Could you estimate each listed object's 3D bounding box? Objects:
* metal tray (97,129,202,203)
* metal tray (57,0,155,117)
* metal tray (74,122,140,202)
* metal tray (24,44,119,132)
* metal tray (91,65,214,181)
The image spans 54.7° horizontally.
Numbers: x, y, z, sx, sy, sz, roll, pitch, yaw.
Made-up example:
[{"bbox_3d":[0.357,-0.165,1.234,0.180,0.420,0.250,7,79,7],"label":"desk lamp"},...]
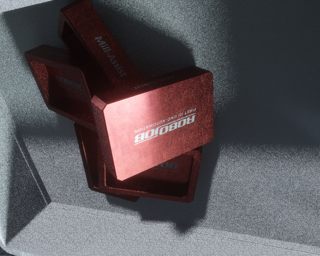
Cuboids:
[{"bbox_3d":[-0.015,0.050,0.414,0.131,0.030,0.089,7,121,2],"label":"metal tray"},{"bbox_3d":[-0.066,-0.074,0.362,0.130,0.030,0.090,55,163,-12],"label":"metal tray"},{"bbox_3d":[-0.074,0.046,0.470,0.090,0.030,0.129,10,123,22],"label":"metal tray"},{"bbox_3d":[-0.115,-0.053,0.399,0.130,0.030,0.089,21,136,37],"label":"metal tray"},{"bbox_3d":[-0.001,-0.008,0.339,0.030,0.131,0.089,35,138,50],"label":"metal tray"}]
